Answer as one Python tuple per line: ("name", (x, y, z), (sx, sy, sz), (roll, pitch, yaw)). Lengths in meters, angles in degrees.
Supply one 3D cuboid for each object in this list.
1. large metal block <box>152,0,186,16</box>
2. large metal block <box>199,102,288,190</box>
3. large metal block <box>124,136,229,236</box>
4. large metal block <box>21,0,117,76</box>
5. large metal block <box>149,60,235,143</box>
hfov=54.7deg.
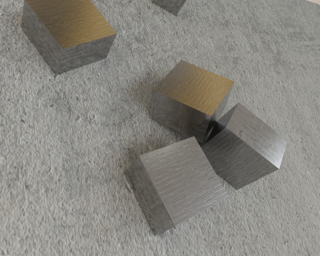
("large metal block", (0.032, -0.262, 0.545), (0.050, 0.080, 0.080), (24, 53, -14))
("large metal block", (0.103, 0.026, 0.407), (0.080, 0.080, 0.050), (38, 51, -3))
("large metal block", (0.018, 0.065, 0.357), (0.081, 0.050, 0.080), (-17, 71, -35))
("large metal block", (-0.118, -0.125, 0.401), (0.081, 0.050, 0.080), (-31, 79, -38))
("large metal block", (0.043, -0.038, 0.417), (0.080, 0.050, 0.080), (26, 49, 15))
